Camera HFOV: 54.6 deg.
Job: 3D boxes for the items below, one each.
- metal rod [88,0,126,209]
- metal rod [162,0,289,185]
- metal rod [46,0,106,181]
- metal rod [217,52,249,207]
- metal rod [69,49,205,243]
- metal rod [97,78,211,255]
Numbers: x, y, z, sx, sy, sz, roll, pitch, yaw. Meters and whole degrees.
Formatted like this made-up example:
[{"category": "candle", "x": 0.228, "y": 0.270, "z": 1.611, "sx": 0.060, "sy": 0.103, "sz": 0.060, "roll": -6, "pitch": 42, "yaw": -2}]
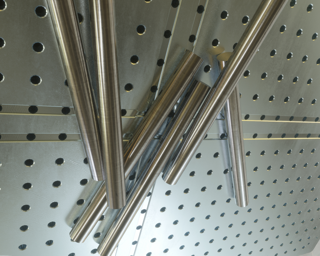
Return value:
[{"category": "metal rod", "x": -0.056, "y": -0.036, "z": 0.340, "sx": 0.025, "sy": 0.025, "sz": 0.298, "roll": -11, "pitch": 118, "yaw": -22}, {"category": "metal rod", "x": 0.076, "y": -0.042, "z": 0.400, "sx": 0.025, "sy": 0.025, "sz": 0.298, "roll": 9, "pitch": 122, "yaw": -32}, {"category": "metal rod", "x": -0.087, "y": -0.063, "z": 0.323, "sx": 0.025, "sy": 0.025, "sz": 0.298, "roll": -17, "pitch": 126, "yaw": -18}, {"category": "metal rod", "x": 0.119, "y": 0.023, "z": 0.489, "sx": 0.025, "sy": 0.025, "sz": 0.299, "roll": -26, "pitch": 128, "yaw": -12}, {"category": "metal rod", "x": -0.037, "y": 0.033, "z": 0.410, "sx": 0.025, "sy": 0.025, "sz": 0.299, "roll": 24, "pitch": 105, "yaw": -37}, {"category": "metal rod", "x": -0.015, "y": 0.067, "z": 0.443, "sx": 0.025, "sy": 0.025, "sz": 0.299, "roll": 19, "pitch": 109, "yaw": -35}]
